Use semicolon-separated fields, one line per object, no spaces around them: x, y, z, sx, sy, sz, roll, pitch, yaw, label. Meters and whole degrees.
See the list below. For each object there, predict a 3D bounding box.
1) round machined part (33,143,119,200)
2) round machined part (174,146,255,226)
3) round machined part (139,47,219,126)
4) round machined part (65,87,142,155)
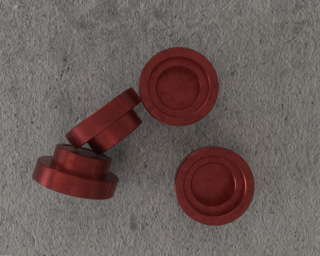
-0.096;0.048;0.373;0.099;0.098;0.042;17;90;0;round machined part
0.068;0.072;0.402;0.099;0.042;0.097;0;90;0;round machined part
0.023;-0.051;0.401;0.099;0.042;0.097;0;90;0;round machined part
-0.061;-0.004;0.374;0.098;0.098;0.042;-36;98;0;round machined part
